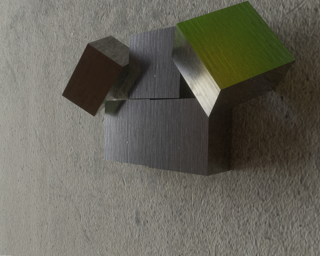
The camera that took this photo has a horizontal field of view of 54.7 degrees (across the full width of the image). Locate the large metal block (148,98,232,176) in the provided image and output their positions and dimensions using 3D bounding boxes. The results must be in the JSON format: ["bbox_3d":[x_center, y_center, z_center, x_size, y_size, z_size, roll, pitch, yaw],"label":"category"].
[{"bbox_3d":[0.034,0.008,0.358,0.080,0.050,0.079,2,91,39],"label":"large metal block"}]

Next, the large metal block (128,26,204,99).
[{"bbox_3d":[0.008,-0.075,0.382,0.080,0.050,0.079,4,92,39],"label":"large metal block"}]

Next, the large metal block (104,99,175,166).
[{"bbox_3d":[-0.028,0.004,0.410,0.080,0.050,0.079,2,91,39],"label":"large metal block"}]

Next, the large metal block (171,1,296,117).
[{"bbox_3d":[0.067,-0.069,0.306,0.080,0.081,0.050,62,164,21],"label":"large metal block"}]

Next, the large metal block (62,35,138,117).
[{"bbox_3d":[-0.078,-0.073,0.423,0.050,0.080,0.080,34,116,-3],"label":"large metal block"}]
